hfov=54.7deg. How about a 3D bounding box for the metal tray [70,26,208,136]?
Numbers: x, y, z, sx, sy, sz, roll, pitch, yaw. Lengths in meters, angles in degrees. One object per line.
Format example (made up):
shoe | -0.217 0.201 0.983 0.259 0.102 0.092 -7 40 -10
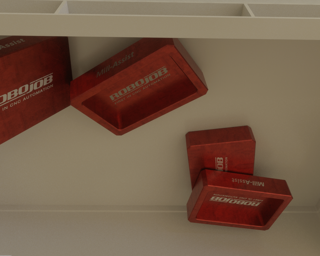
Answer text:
metal tray | -0.023 -0.045 0.350 0.130 0.030 0.090 -26 143 20

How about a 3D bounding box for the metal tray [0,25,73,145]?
metal tray | -0.149 -0.039 0.310 0.030 0.131 0.089 28 135 24

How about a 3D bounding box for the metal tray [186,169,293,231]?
metal tray | 0.114 0.109 0.459 0.131 0.030 0.089 9 130 -8

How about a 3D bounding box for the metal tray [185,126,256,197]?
metal tray | 0.089 0.059 0.456 0.090 0.030 0.129 -6 130 5
